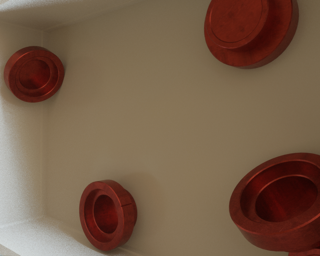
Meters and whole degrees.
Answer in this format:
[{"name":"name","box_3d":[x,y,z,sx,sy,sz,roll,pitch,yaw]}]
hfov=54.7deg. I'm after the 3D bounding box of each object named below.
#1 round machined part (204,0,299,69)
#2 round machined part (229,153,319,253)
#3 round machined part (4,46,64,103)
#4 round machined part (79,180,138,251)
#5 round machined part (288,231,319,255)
[{"name":"round machined part","box_3d":[0.087,-0.113,0.324,0.098,0.042,0.097,0,90,40]},{"name":"round machined part","box_3d":[0.116,0.069,0.276,0.098,0.098,0.042,-21,112,38]},{"name":"round machined part","box_3d":[-0.224,-0.097,0.544,0.042,0.099,0.097,36,112,34]},{"name":"round machined part","box_3d":[-0.072,0.124,0.455,0.098,0.042,0.097,0,90,40]},{"name":"round machined part","box_3d":[0.148,0.130,0.256,0.098,0.042,0.097,-2,88,57]}]
